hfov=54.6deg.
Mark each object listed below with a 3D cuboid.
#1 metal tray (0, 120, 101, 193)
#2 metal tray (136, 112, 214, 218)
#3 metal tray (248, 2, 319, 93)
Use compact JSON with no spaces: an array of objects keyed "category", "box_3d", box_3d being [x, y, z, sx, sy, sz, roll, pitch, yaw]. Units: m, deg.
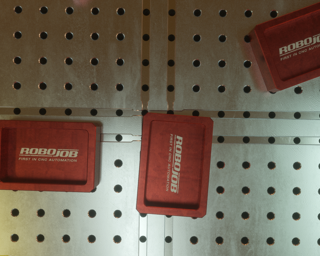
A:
[{"category":"metal tray","box_3d":[-0.148,0.036,0.409,0.131,0.030,0.090,2,90,0]},{"category":"metal tray","box_3d":[0.019,0.048,0.410,0.090,0.030,0.129,5,90,0]},{"category":"metal tray","box_3d":[0.196,-0.111,0.411,0.131,0.030,0.090,-20,90,0]}]
